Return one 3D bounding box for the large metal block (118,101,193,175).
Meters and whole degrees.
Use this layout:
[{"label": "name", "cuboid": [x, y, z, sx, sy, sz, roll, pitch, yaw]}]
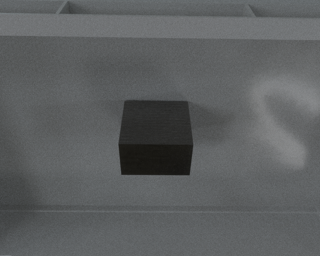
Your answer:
[{"label": "large metal block", "cuboid": [-0.005, 0.011, 0.379, 0.080, 0.080, 0.050, 1, 130, -1]}]
